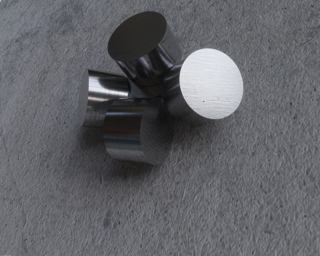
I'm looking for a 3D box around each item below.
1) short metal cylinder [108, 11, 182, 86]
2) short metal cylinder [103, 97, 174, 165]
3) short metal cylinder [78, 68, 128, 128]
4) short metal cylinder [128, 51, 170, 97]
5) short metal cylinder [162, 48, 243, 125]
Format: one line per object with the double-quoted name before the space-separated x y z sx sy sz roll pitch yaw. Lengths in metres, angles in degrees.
"short metal cylinder" -0.018 -0.100 0.394 0.080 0.050 0.080 -13 56 20
"short metal cylinder" -0.024 0.003 0.378 0.050 0.080 0.080 2 63 29
"short metal cylinder" -0.081 -0.039 0.428 0.080 0.050 0.079 -174 90 -67
"short metal cylinder" 0.001 -0.060 0.425 0.080 0.050 0.080 -13 56 20
"short metal cylinder" 0.049 -0.046 0.364 0.080 0.080 0.050 -62 16 -16
